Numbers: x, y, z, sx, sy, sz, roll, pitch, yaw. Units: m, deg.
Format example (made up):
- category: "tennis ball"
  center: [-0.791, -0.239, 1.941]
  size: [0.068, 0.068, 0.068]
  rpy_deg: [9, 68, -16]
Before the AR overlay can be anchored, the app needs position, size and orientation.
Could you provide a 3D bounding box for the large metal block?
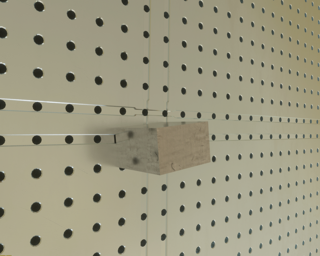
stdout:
- category: "large metal block"
  center: [0.003, 0.020, 0.378]
  size: [0.081, 0.080, 0.050]
  rpy_deg: [-8, 95, -40]
